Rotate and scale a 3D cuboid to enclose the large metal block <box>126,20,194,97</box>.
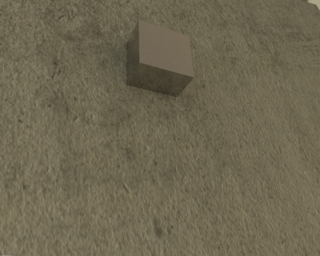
[{"bbox_3d":[-0.002,-0.099,0.449,0.081,0.050,0.080,11,57,-23],"label":"large metal block"}]
